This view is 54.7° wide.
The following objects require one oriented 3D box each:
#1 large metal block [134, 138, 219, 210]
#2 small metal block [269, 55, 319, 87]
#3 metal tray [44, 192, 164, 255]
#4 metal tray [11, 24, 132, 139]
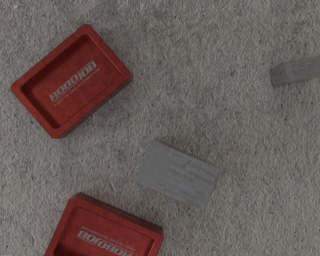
[{"bbox_3d":[0.019,0.052,0.383,0.080,0.080,0.050,23,90,0],"label":"large metal block"},{"bbox_3d":[0.176,-0.072,0.399,0.050,0.050,0.025,-11,90,0],"label":"small metal block"},{"bbox_3d":[-0.071,0.152,0.406,0.131,0.030,0.090,24,90,0],"label":"metal tray"},{"bbox_3d":[-0.113,-0.059,0.406,0.130,0.030,0.090,-40,90,0],"label":"metal tray"}]
